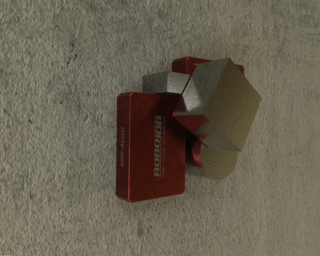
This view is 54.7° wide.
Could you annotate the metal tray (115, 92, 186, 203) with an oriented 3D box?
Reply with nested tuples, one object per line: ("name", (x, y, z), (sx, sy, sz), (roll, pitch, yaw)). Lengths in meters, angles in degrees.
("metal tray", (-0.010, 0.023, 0.396), (0.091, 0.030, 0.129), (1, 90, -40))

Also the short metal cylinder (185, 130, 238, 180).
("short metal cylinder", (0.068, 0.032, 0.446), (0.081, 0.050, 0.080), (0, 91, -39))

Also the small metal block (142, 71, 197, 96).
("small metal block", (0.012, -0.055, 0.400), (0.050, 0.050, 0.025), (1, 90, -40))

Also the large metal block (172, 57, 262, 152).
("large metal block", (0.073, -0.027, 0.384), (0.080, 0.050, 0.080), (40, 66, -33))

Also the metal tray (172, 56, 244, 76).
("metal tray", (0.077, -0.054, 0.466), (0.131, 0.030, 0.089), (-2, 92, -40))
